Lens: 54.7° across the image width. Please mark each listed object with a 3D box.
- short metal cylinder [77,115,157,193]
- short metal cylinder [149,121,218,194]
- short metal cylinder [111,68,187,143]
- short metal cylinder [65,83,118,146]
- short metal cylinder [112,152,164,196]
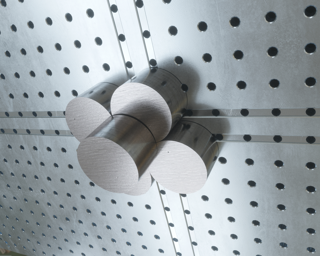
[{"bbox_3d":[-0.051,0.031,0.372,0.080,0.050,0.079,13,125,19],"label":"short metal cylinder"},{"bbox_3d":[0.030,0.038,0.401,0.080,0.050,0.079,13,124,20],"label":"short metal cylinder"},{"bbox_3d":[-0.013,-0.028,0.382,0.080,0.050,0.079,13,124,20],"label":"short metal cylinder"},{"bbox_3d":[-0.081,-0.016,0.425,0.080,0.050,0.079,13,124,20],"label":"short metal cylinder"},{"bbox_3d":[-0.038,0.049,0.443,0.080,0.050,0.079,13,124,20],"label":"short metal cylinder"}]
